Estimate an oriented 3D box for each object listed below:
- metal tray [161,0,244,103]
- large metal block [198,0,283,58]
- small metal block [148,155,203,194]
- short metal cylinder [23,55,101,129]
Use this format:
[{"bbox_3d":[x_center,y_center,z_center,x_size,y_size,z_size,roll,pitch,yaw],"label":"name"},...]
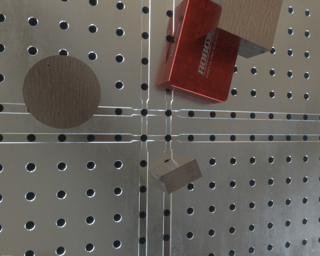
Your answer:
[{"bbox_3d":[0.061,-0.108,0.432,0.091,0.030,0.129,15,85,-20],"label":"metal tray"},{"bbox_3d":[0.106,-0.147,0.406,0.081,0.050,0.080,16,85,-20],"label":"large metal block"},{"bbox_3d":[0.019,0.060,0.406,0.050,0.050,0.025,-24,98,-18],"label":"small metal block"},{"bbox_3d":[-0.113,-0.039,0.358,0.081,0.050,0.079,0,90,-20],"label":"short metal cylinder"}]
